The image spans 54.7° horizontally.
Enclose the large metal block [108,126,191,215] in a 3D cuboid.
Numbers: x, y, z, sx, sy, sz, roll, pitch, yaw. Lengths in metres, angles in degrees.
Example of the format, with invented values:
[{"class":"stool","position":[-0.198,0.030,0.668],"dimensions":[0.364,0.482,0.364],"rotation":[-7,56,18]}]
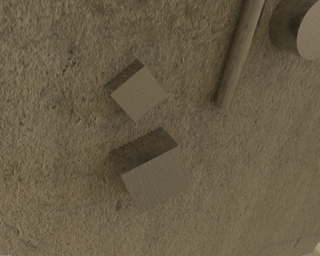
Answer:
[{"class":"large metal block","position":[-0.013,0.057,0.419],"dimensions":[0.080,0.050,0.080],"rotation":[-26,128,-12]}]

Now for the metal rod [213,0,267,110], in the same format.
[{"class":"metal rod","position":[0.117,-0.161,0.370],"dimensions":[0.025,0.025,0.298],"rotation":[-2,119,-28]}]

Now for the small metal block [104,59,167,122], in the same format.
[{"class":"small metal block","position":[-0.028,-0.044,0.364],"dimensions":[0.050,0.025,0.050],"rotation":[-40,130,-1]}]

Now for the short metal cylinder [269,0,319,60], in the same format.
[{"class":"short metal cylinder","position":[0.194,-0.137,0.412],"dimensions":[0.081,0.050,0.079],"rotation":[-14,124,-21]}]
